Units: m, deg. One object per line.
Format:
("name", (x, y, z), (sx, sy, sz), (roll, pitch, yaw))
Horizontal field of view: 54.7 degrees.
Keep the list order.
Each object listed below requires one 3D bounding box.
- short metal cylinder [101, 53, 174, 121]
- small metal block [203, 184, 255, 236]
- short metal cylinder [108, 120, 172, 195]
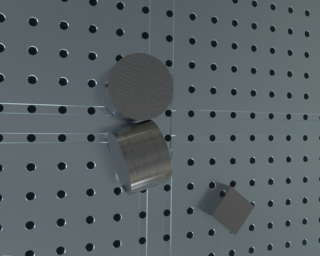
("short metal cylinder", (-0.030, -0.049, 0.388), (0.081, 0.050, 0.079), (0, 90, -20))
("small metal block", (0.100, 0.118, 0.450), (0.050, 0.025, 0.050), (41, 77, -16))
("short metal cylinder", (-0.026, 0.034, 0.374), (0.050, 0.080, 0.080), (-17, 96, -19))
